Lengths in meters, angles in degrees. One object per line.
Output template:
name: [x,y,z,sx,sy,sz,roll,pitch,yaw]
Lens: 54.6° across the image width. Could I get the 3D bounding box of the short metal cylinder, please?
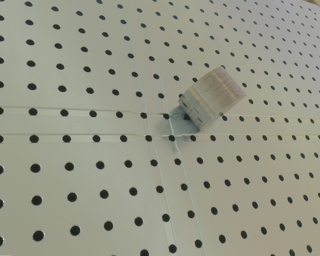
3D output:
short metal cylinder: [0.073,-0.041,0.436,0.081,0.080,0.050,-30,79,-38]
